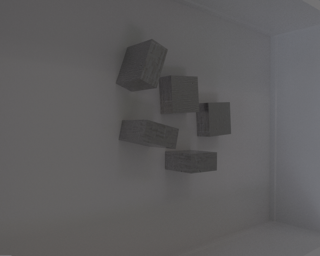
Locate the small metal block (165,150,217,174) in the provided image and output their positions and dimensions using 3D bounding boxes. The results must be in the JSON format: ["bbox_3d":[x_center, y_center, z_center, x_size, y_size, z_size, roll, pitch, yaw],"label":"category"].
[{"bbox_3d":[0.042,0.045,0.426,0.050,0.050,0.025,1,90,-40],"label":"small metal block"}]

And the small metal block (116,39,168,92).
[{"bbox_3d":[-0.022,-0.073,0.371,0.025,0.050,0.050,25,74,-37],"label":"small metal block"}]

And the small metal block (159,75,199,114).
[{"bbox_3d":[0.027,-0.046,0.429,0.050,0.025,0.050,-5,94,-40],"label":"small metal block"}]

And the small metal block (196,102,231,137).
[{"bbox_3d":[0.083,-0.014,0.476,0.050,0.025,0.050,-5,94,-40],"label":"small metal block"}]

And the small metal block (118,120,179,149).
[{"bbox_3d":[-0.014,0.008,0.378,0.050,0.050,0.025,15,80,-39],"label":"small metal block"}]
